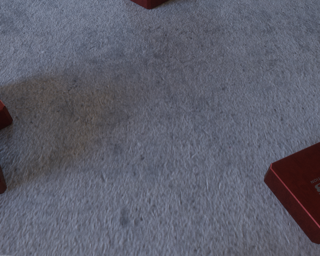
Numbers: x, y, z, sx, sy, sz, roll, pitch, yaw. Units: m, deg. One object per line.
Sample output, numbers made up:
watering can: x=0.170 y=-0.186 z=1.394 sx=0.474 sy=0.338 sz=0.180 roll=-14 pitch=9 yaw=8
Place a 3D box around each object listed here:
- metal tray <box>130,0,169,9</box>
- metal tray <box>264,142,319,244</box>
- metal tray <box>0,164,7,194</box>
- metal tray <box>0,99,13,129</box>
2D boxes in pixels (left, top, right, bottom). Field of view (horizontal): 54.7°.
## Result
metal tray: x=-0.009 y=-0.302 z=0.653 sx=0.090 sy=0.030 sz=0.131 roll=37 pitch=59 yaw=26
metal tray: x=0.199 y=0.061 z=0.352 sx=0.131 sy=0.030 sz=0.090 roll=-20 pitch=53 yaw=-17
metal tray: x=-0.238 y=0.025 z=0.346 sx=0.091 sy=0.030 sz=0.130 roll=-19 pitch=70 yaw=-21
metal tray: x=-0.277 y=-0.010 z=0.404 sx=0.131 sy=0.030 sz=0.090 roll=-34 pitch=58 yaw=-26
